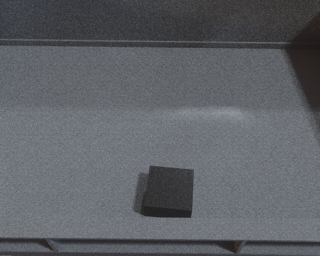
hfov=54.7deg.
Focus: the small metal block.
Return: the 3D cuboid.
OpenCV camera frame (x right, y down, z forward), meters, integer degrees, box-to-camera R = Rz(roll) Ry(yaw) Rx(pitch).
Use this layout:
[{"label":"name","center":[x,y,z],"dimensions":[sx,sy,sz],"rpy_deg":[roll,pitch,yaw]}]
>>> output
[{"label":"small metal block","center":[0.011,0.072,0.345],"dimensions":[0.050,0.025,0.050],"rpy_deg":[5,50,3]}]
